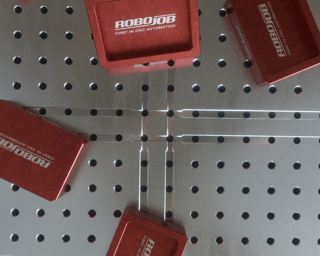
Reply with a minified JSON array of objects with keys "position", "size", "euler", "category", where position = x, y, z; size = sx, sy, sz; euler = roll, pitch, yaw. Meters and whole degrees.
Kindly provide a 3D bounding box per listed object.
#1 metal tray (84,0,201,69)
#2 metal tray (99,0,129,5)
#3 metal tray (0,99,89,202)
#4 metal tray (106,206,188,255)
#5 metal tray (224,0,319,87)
[{"position":[-0.018,-0.129,0.388],"size":[0.131,0.030,0.090],"euler":[-8,123,0],"category":"metal tray"},{"position":[-0.019,-0.195,0.380],"size":[0.131,0.090,0.030],"euler":[-11,90,0],"category":"metal tray"},{"position":[-0.174,0.028,0.410],"size":[0.130,0.030,0.090],"euler":[25,90,0],"category":"metal tray"},{"position":[-0.028,0.182,0.410],"size":[0.090,0.030,0.130],"euler":[22,90,0],"category":"metal tray"},{"position":[0.153,-0.131,0.411],"size":[0.090,0.030,0.130],"euler":[-23,90,0],"category":"metal tray"}]
